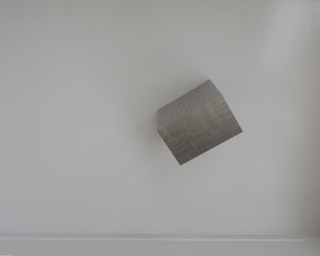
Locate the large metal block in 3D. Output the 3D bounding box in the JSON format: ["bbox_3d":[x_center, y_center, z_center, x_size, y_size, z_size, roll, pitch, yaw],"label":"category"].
[{"bbox_3d":[0.044,-0.010,0.379,0.080,0.080,0.050,-30,108,10],"label":"large metal block"}]
